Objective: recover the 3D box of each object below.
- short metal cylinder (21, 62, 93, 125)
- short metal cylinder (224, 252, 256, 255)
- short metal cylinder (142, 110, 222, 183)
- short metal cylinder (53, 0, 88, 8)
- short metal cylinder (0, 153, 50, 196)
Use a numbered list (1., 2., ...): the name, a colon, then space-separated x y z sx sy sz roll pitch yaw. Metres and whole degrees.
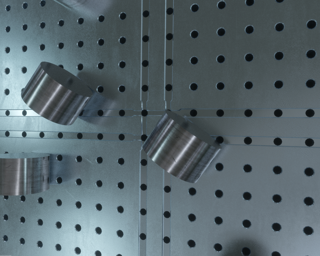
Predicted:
1. short metal cylinder: -0.142 -0.048 0.432 0.080 0.080 0.050 41 103 15
2. short metal cylinder: 0.097 0.196 0.365 0.080 0.050 0.079 0 90 19
3. short metal cylinder: 0.026 0.021 0.373 0.080 0.080 0.050 37 102 16
4. short metal cylinder: -0.138 -0.222 0.447 0.080 0.050 0.079 0 90 19
5. short metal cylinder: -0.204 0.065 0.453 0.080 0.080 0.050 1 91 19
